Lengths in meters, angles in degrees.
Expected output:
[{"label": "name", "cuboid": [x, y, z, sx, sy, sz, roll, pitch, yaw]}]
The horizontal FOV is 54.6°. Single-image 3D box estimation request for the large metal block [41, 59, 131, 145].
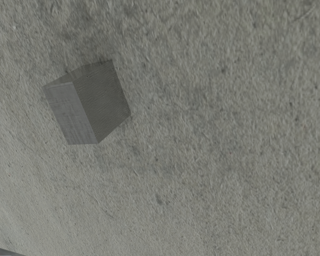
[{"label": "large metal block", "cuboid": [-0.090, -0.034, 0.399, 0.050, 0.080, 0.080, -4, 117, 30]}]
